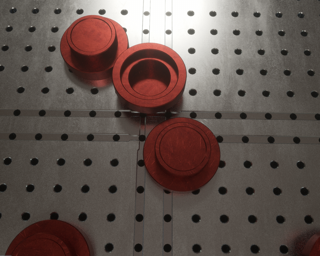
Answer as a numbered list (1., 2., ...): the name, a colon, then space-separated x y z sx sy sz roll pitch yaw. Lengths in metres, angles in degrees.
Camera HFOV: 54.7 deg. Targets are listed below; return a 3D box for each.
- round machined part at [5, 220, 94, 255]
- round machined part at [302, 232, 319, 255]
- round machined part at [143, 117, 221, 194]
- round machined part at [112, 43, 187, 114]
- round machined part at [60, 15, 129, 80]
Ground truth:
1. round machined part: -0.127 0.153 0.345 0.099 0.042 0.098 0 70 -1
2. round machined part: 0.206 0.162 0.346 0.099 0.042 0.098 0 70 -1
3. round machined part: 0.028 0.031 0.392 0.099 0.042 0.098 0 70 -1
4. round machined part: -0.014 -0.065 0.426 0.099 0.042 0.098 0 70 -1
5. round machined part: -0.095 -0.122 0.446 0.099 0.042 0.098 0 70 -1
